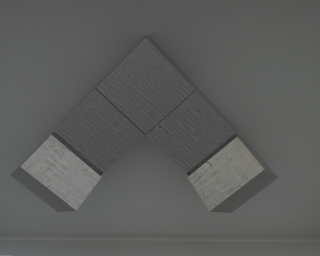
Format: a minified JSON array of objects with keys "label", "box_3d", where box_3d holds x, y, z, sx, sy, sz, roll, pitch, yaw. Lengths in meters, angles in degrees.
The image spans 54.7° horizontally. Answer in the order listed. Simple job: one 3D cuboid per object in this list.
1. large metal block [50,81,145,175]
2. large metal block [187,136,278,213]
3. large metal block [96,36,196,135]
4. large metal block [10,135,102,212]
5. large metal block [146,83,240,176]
[{"label":"large metal block","box_3d":[-0.075,-0.001,0.395,0.080,0.050,0.080,-42,105,14]},{"label":"large metal block","box_3d":[0.095,0.064,0.398,0.080,0.050,0.080,-42,148,14]},{"label":"large metal block","box_3d":[-0.016,-0.053,0.376,0.080,0.050,0.080,-42,105,14]},{"label":"large metal block","box_3d":[-0.134,0.061,0.394,0.080,0.050,0.080,44,147,-15]},{"label":"large metal block","box_3d":[0.040,0.001,0.397,0.080,0.050,0.080,-42,105,14]}]
